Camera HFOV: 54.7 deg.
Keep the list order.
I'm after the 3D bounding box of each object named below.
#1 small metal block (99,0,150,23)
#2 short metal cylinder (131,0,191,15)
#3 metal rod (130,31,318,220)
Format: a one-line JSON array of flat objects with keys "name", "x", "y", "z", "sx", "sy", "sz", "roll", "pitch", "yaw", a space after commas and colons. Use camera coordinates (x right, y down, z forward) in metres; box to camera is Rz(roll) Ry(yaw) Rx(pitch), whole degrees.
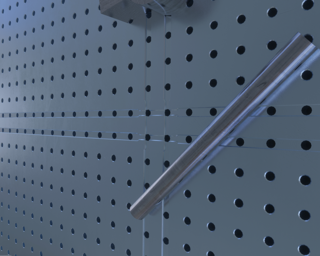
[{"name": "small metal block", "x": -0.048, "y": -0.174, "z": 0.430, "sx": 0.050, "sy": 0.050, "sz": 0.025, "roll": -12, "pitch": 83, "yaw": 39}, {"name": "short metal cylinder", "x": 0.001, "y": -0.190, "z": 0.390, "sx": 0.080, "sy": 0.050, "sz": 0.079, "roll": 1, "pitch": 91, "yaw": 39}, {"name": "metal rod", "x": 0.054, "y": 0.017, "z": 0.362, "sx": 0.298, "sy": 0.025, "sz": 0.025, "roll": -50, "pitch": 61, "yaw": 28}]
